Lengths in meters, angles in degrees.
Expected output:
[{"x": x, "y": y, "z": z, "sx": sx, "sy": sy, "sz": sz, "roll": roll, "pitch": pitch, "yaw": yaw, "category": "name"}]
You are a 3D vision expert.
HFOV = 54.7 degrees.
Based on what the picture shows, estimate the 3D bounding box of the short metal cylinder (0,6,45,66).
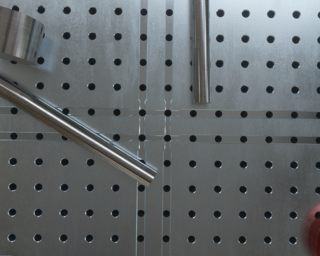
[{"x": -0.190, "y": -0.113, "z": 0.383, "sx": 0.080, "sy": 0.080, "sz": 0.050, "roll": 12, "pitch": 90, "yaw": -1, "category": "short metal cylinder"}]

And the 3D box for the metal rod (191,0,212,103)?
[{"x": 0.053, "y": -0.182, "z": 0.413, "sx": 0.025, "sy": 0.025, "sz": 0.298, "roll": -1, "pitch": 90, "yaw": -1, "category": "metal rod"}]

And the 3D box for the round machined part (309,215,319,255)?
[{"x": 0.255, "y": 0.155, "z": 0.408, "sx": 0.099, "sy": 0.042, "sz": 0.097, "roll": 0, "pitch": 90, "yaw": -1, "category": "round machined part"}]

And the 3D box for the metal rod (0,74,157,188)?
[{"x": -0.138, "y": -0.011, "z": 0.411, "sx": 0.301, "sy": 0.025, "sz": 0.025, "roll": 32, "pitch": 90, "yaw": -1, "category": "metal rod"}]
